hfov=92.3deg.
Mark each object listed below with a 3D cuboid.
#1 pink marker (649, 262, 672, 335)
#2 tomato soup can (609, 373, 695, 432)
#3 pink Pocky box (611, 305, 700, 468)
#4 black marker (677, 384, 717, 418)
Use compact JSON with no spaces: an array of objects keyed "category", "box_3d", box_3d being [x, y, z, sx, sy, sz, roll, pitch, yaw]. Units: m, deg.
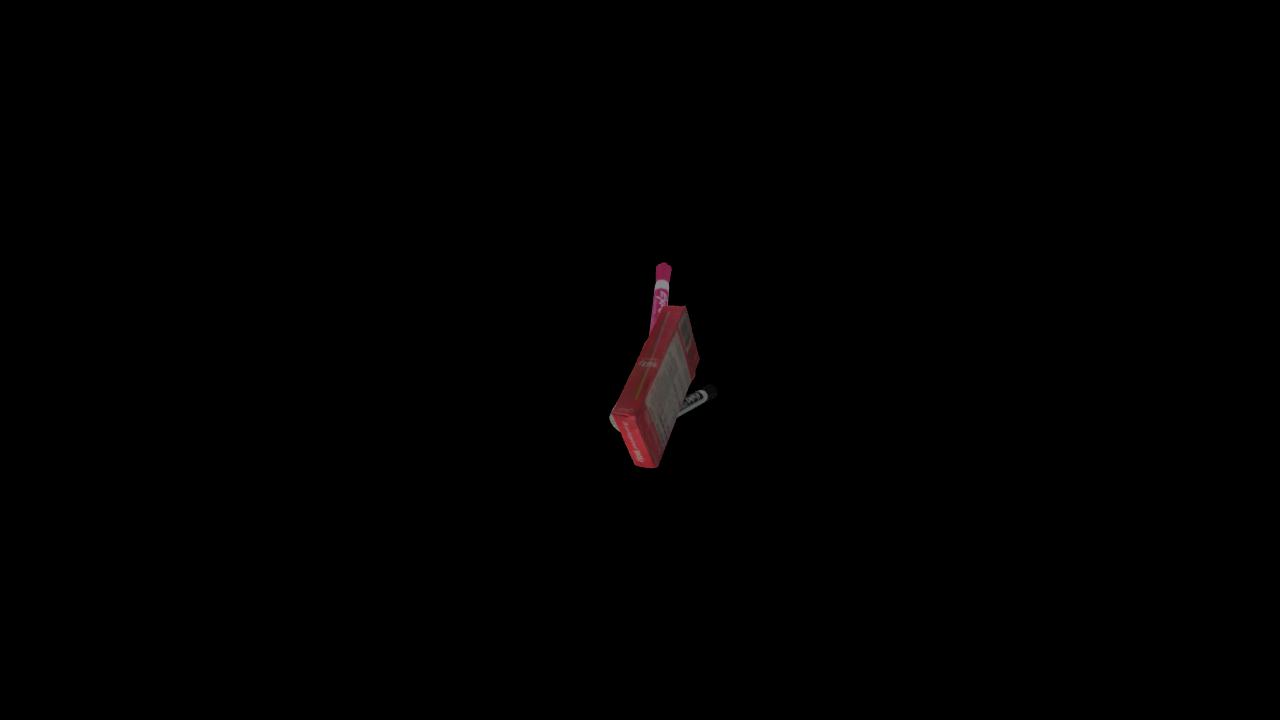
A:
[{"category":"pink marker","box_3d":[0.023,-0.061,0.701,0.020,0.121,0.020,5,-30,3]},{"category":"tomato soup can","box_3d":[0.015,0.043,0.732,0.068,0.101,0.068,23,-29,14]},{"category":"pink Pocky box","box_3d":[0.021,0.024,0.631,0.029,0.155,0.084,5,-42,25]},{"category":"black marker","box_3d":[0.060,0.051,0.737,0.020,0.020,0.121,0,11,34]}]
